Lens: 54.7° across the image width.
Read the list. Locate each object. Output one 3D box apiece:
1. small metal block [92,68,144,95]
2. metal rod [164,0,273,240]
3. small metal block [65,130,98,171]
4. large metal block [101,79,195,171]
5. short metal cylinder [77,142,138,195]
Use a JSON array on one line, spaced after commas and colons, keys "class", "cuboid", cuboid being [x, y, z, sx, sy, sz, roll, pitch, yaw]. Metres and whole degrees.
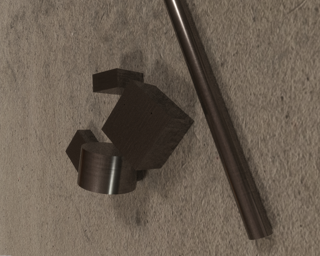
[{"class": "small metal block", "cuboid": [-0.058, -0.064, 0.435, 0.050, 0.050, 0.025, -4, 87, 39]}, {"class": "metal rod", "cuboid": [0.060, -0.027, 0.354, 0.025, 0.025, 0.299, -28, 73, 36]}, {"class": "small metal block", "cuboid": [-0.123, 0.038, 0.503, 0.050, 0.025, 0.050, 50, 119, 28]}, {"class": "large metal block", "cuboid": [-0.018, -0.003, 0.398, 0.080, 0.050, 0.080, 45, 113, 30]}, {"class": "short metal cylinder", "cuboid": [-0.069, 0.053, 0.424, 0.080, 0.081, 0.050, 14, 100, 39]}]
